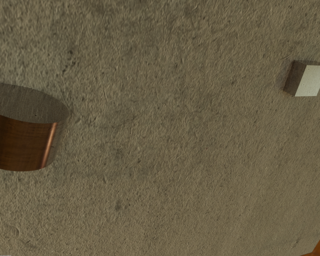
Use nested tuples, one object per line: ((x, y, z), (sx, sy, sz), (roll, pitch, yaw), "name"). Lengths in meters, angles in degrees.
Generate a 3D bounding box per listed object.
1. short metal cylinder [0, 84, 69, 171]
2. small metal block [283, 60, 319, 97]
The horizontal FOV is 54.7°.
((-0.135, -0.002, 0.296), (0.081, 0.080, 0.050), (10, 114, -33), "short metal cylinder")
((0.227, -0.077, 0.483), (0.050, 0.025, 0.050), (-4, 120, -27), "small metal block")
